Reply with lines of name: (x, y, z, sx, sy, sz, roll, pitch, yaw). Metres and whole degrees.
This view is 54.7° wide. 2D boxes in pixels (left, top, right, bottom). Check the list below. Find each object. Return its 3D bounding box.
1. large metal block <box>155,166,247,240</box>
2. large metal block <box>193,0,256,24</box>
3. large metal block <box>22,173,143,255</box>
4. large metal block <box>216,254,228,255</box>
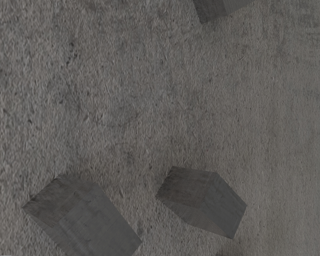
large metal block: (0.055, 0.098, 0.415, 0.080, 0.080, 0.050, 46, 62, -30)
large metal block: (0.090, -0.213, 0.463, 0.080, 0.050, 0.080, -37, 113, -34)
large metal block: (-0.077, 0.095, 0.304, 0.050, 0.080, 0.080, -46, 118, -30)
large metal block: (0.123, 0.253, 0.492, 0.080, 0.050, 0.080, 27, 73, -37)
